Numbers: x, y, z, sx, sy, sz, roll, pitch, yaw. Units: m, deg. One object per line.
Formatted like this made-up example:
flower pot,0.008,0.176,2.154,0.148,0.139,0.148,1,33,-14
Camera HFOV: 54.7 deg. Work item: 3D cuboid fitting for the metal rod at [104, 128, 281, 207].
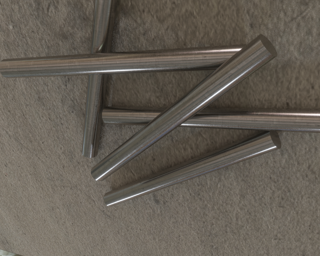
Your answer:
metal rod,0.022,0.066,0.434,0.299,0.025,0.025,-27,104,37

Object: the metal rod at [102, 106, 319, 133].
metal rod,0.062,-0.012,0.366,0.301,0.025,0.025,3,120,26

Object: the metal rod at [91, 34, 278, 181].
metal rod,0.003,-0.003,0.368,0.025,0.025,0.299,48,128,-6

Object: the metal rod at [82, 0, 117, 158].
metal rod,-0.079,-0.078,0.398,0.025,0.025,0.298,25,127,13

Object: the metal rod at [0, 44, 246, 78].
metal rod,-0.056,-0.075,0.360,0.301,0.025,0.025,1,119,17
